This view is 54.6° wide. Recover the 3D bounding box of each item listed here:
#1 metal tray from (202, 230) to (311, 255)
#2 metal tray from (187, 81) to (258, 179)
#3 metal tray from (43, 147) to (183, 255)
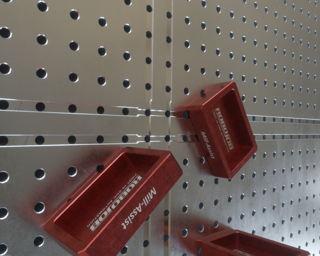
[{"bbox_3d":[0.137,0.189,0.455,0.091,0.130,0.030,0,90,-40],"label":"metal tray"},{"bbox_3d":[0.102,0.003,0.489,0.091,0.030,0.130,-37,113,-33],"label":"metal tray"},{"bbox_3d":[-0.048,0.075,0.326,0.131,0.090,0.030,-46,118,-30],"label":"metal tray"}]
